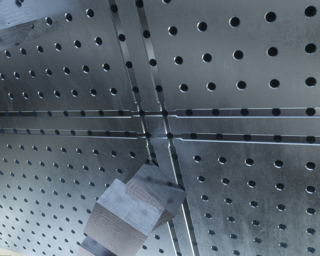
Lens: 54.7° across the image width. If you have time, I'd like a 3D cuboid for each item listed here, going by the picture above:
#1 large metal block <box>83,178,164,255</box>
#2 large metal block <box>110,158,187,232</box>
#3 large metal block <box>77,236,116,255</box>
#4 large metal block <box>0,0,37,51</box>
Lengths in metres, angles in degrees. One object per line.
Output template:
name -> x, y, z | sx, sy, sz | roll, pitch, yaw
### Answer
large metal block -> -0.053, 0.132, 0.438 | 0.080, 0.050, 0.079 | 33, 129, 6
large metal block -> -0.020, 0.106, 0.470 | 0.080, 0.050, 0.080 | 43, 129, -2
large metal block -> -0.116, 0.254, 0.611 | 0.080, 0.050, 0.079 | 28, 128, 10
large metal block -> -0.228, -0.146, 0.402 | 0.080, 0.080, 0.050 | 48, 129, -6
